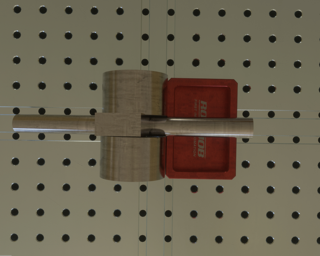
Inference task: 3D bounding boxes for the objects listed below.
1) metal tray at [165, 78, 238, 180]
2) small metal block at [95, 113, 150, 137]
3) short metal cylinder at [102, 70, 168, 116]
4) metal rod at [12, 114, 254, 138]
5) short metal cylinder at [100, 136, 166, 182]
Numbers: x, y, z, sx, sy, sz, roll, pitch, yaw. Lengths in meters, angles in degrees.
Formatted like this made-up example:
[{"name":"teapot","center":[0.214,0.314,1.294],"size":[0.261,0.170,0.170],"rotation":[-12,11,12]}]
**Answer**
[{"name":"metal tray","center":[0.053,0.001,0.411],"size":[0.091,0.030,0.129],"rotation":[1,90,0]},{"name":"small metal block","center":[-0.041,-0.004,0.353],"size":[0.050,0.050,0.025],"rotation":[1,90,8]},{"name":"short metal cylinder","center":[-0.031,-0.040,0.384],"size":[0.081,0.080,0.050],"rotation":[1,90,0]},{"name":"metal rod","center":[-0.040,-0.003,0.390],"size":[0.301,0.025,0.025],"rotation":[1,90,8]},{"name":"short metal cylinder","center":[-0.033,0.035,0.385],"size":[0.081,0.080,0.050],"rotation":[1,90,0]}]
